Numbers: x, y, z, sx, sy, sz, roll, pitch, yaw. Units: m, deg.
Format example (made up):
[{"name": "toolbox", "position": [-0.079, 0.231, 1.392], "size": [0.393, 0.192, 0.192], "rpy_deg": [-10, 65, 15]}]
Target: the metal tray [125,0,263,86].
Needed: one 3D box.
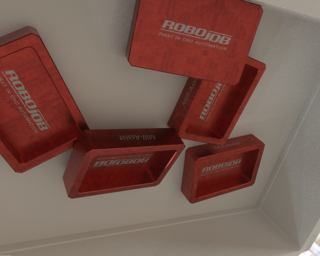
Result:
[{"name": "metal tray", "position": [0.035, -0.103, 0.338], "size": [0.131, 0.030, 0.089], "rpy_deg": [8, 113, -16]}]

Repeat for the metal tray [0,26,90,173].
[{"name": "metal tray", "position": [-0.137, -0.024, 0.315], "size": [0.091, 0.030, 0.129], "rpy_deg": [-28, 128, -11]}]

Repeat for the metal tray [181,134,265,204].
[{"name": "metal tray", "position": [0.102, 0.065, 0.503], "size": [0.131, 0.030, 0.089], "rpy_deg": [-10, 123, -23]}]

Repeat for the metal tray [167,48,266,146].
[{"name": "metal tray", "position": [0.077, -0.043, 0.422], "size": [0.091, 0.030, 0.129], "rpy_deg": [11, 113, -34]}]

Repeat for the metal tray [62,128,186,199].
[{"name": "metal tray", "position": [-0.043, 0.042, 0.383], "size": [0.131, 0.030, 0.089], "rpy_deg": [-1, 137, -35]}]
